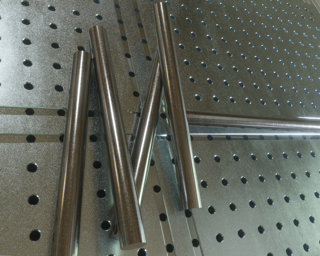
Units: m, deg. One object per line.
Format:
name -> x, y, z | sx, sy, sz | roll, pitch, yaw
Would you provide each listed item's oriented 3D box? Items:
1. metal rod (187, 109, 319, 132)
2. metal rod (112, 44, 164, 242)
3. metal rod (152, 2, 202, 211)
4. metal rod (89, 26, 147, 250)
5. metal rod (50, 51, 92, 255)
metal rod -> 0.162, -0.010, 0.503 | 0.303, 0.025, 0.025 | 2, 61, -27
metal rod -> -0.015, -0.007, 0.405 | 0.025, 0.025, 0.300 | 22, 53, -16
metal rod -> 0.019, -0.042, 0.421 | 0.025, 0.025, 0.299 | 3, 68, -27
metal rod -> -0.057, -0.013, 0.368 | 0.025, 0.025, 0.299 | 3, 55, -27
metal rod -> -0.094, 0.036, 0.336 | 0.025, 0.025, 0.299 | 11, 57, -23
